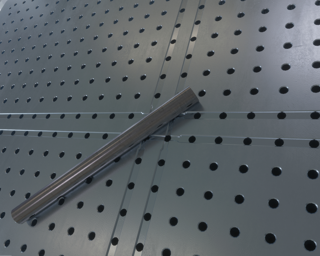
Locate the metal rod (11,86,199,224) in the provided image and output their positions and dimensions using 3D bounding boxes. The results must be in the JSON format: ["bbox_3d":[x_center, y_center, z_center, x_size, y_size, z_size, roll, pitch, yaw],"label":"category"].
[{"bbox_3d":[-0.078,0.039,0.426,0.300,0.025,0.025,-35,51,5],"label":"metal rod"}]
